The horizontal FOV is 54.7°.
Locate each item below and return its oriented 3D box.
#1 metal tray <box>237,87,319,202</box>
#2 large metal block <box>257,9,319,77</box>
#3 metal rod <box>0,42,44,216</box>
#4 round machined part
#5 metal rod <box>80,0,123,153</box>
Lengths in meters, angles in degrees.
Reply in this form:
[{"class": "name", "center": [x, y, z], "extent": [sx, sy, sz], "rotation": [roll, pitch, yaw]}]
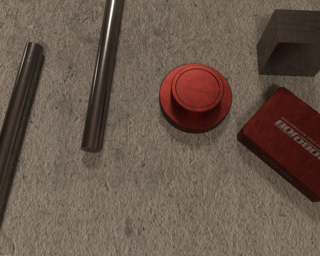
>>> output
[{"class": "metal tray", "center": [0.179, 0.019, 0.401], "extent": [0.130, 0.030, 0.090], "rotation": [41, 75, 13]}, {"class": "large metal block", "center": [0.185, -0.113, 0.423], "extent": [0.081, 0.080, 0.050], "rotation": [2, 70, 0]}, {"class": "metal rod", "center": [-0.195, 0.023, 0.397], "extent": [0.025, 0.025, 0.299], "rotation": [5, 70, 1]}, {"class": "round machined part", "center": [0.048, -0.045, 0.416], "extent": [0.099, 0.042, 0.098], "rotation": [0, 70, -1]}, {"class": "metal rod", "center": [-0.077, -0.112, 0.447], "extent": [0.025, 0.025, 0.299], "rotation": [4, 70, 1]}]
